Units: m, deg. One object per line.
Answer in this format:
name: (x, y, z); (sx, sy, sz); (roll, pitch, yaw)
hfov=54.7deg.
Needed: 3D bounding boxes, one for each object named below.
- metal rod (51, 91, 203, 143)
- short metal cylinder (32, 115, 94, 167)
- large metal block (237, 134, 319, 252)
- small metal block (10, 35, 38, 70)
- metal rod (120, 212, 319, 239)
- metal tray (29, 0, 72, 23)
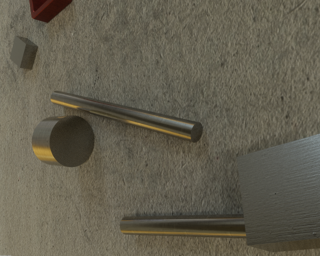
metal rod: (-0.070, -0.025, 0.460); (0.300, 0.025, 0.025); (15, 99, 38)
short metal cylinder: (-0.152, 0.021, 0.492); (0.050, 0.081, 0.079); (-1, 90, 40)
large metal block: (0.119, 0.059, 0.269); (0.080, 0.050, 0.080); (-22, 53, 34)
small metal block: (-0.277, -0.153, 0.629); (0.050, 0.025, 0.050); (37, 112, 33)
metal rod: (0.066, 0.110, 0.349); (0.300, 0.025, 0.025); (-14, 81, 38)
metal tray: (-0.208, -0.274, 0.569); (0.090, 0.030, 0.129); (-19, 78, 38)
